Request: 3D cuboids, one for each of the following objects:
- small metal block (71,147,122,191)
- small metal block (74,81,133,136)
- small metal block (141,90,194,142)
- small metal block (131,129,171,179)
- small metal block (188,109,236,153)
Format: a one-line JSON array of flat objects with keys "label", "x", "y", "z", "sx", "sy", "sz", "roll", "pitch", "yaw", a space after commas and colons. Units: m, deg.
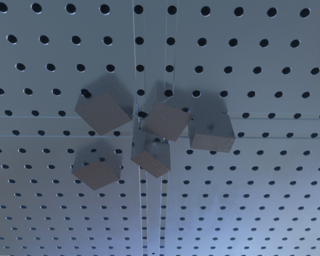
[{"label": "small metal block", "x": -0.094, "y": 0.063, "z": 0.464, "sx": 0.050, "sy": 0.025, "sz": 0.050, "roll": -26, "pitch": 126, "yaw": 20}, {"label": "small metal block", "x": -0.070, "y": -0.023, "z": 0.391, "sx": 0.050, "sy": 0.025, "sz": 0.050, "roll": -26, "pitch": 126, "yaw": 20}, {"label": "small metal block", "x": 0.008, "y": -0.015, "z": 0.400, "sx": 0.050, "sy": 0.025, "sz": 0.050, "roll": 19, "pitch": 127, "yaw": -16}, {"label": "small metal block", "x": -0.012, "y": 0.032, "z": 0.423, "sx": 0.025, "sy": 0.050, "sz": 0.050, "roll": -34, "pitch": 123, "yaw": 25}, {"label": "small metal block", "x": 0.065, "y": 0.003, "z": 0.399, "sx": 0.050, "sy": 0.050, "sz": 0.025, "roll": 7, "pitch": 130, "yaw": -7}]
